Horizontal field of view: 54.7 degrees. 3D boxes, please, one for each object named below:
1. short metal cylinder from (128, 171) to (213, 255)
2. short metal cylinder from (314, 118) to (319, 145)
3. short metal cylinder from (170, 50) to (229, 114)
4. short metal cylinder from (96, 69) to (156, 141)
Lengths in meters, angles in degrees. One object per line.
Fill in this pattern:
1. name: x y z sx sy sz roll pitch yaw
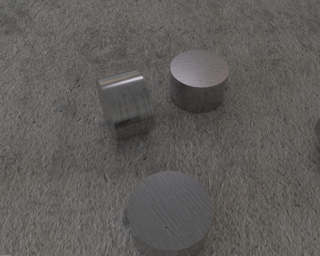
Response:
1. short metal cylinder: 0.010 0.091 0.311 0.080 0.050 0.080 0 50 0
2. short metal cylinder: 0.230 0.012 0.359 0.081 0.080 0.050 -1 50 -1
3. short metal cylinder: 0.054 -0.067 0.443 0.080 0.050 0.080 0 50 0
4. short metal cylinder: -0.044 -0.029 0.391 0.050 0.080 0.080 -18 53 -15
